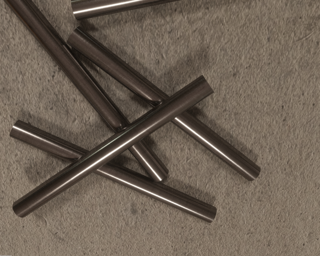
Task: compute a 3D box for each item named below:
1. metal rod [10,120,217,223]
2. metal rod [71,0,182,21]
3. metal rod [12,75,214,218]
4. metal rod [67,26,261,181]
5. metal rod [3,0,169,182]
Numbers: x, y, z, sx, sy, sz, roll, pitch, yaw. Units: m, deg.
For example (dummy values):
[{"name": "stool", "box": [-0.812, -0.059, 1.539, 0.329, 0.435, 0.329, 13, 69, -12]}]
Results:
[{"name": "metal rod", "box": [-0.057, 0.064, 0.432, 0.301, 0.025, 0.025, 26, 108, -10]}, {"name": "metal rod", "box": [0.050, -0.163, 0.350, 0.302, 0.025, 0.025, -10, 110, 3]}, {"name": "metal rod", "box": [-0.066, 0.029, 0.391, 0.300, 0.025, 0.025, -33, 107, 11]}, {"name": "metal rod", "box": [0.014, -0.023, 0.401, 0.301, 0.025, 0.025, 37, 106, -13]}, {"name": "metal rod", "box": [-0.086, -0.047, 0.391, 0.025, 0.025, 0.300, -34, 107, 11]}]
